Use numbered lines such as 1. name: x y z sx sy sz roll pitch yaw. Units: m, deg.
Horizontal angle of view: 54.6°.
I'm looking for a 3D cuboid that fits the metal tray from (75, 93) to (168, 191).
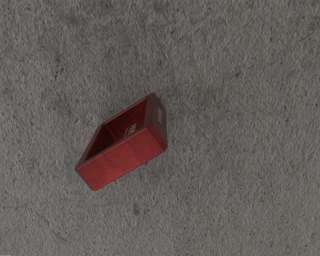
1. metal tray: -0.038 0.009 0.357 0.090 0.130 0.030 -31 107 11
